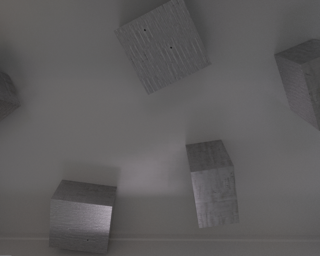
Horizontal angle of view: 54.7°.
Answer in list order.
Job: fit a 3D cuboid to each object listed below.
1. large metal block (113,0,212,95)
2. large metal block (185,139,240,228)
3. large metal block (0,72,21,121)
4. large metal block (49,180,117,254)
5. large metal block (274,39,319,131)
[{"bbox_3d":[0.004,-0.096,0.362,0.080,0.050,0.080,-25,108,9],"label":"large metal block"},{"bbox_3d":[0.067,0.070,0.408,0.050,0.080,0.079,-9,110,3],"label":"large metal block"},{"bbox_3d":[-0.229,-0.033,0.360,0.080,0.080,0.050,-33,71,11],"label":"large metal block"},{"bbox_3d":[-0.109,0.126,0.443,0.081,0.050,0.079,8,110,-3],"label":"large metal block"},{"bbox_3d":[0.183,-0.054,0.364,0.050,0.080,0.080,-22,109,8],"label":"large metal block"}]
